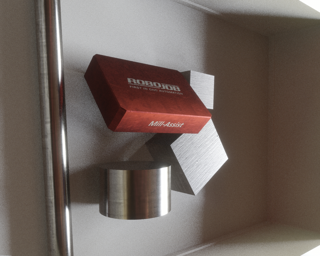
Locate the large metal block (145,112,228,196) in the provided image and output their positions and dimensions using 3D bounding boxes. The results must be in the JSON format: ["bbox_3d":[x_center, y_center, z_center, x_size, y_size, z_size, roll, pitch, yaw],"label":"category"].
[{"bbox_3d":[0.039,0.032,0.425,0.080,0.050,0.080,-40,115,-33],"label":"large metal block"}]

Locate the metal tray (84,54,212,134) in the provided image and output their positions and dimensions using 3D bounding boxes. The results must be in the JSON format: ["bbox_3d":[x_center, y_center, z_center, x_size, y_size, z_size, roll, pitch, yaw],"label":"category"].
[{"bbox_3d":[-0.011,-0.037,0.360,0.131,0.030,0.090,2,45,-40],"label":"metal tray"}]

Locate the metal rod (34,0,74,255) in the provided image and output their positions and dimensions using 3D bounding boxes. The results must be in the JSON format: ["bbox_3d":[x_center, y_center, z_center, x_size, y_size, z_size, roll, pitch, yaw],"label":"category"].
[{"bbox_3d":[-0.108,0.010,0.317,0.025,0.025,0.298,-4,93,-40],"label":"metal rod"}]

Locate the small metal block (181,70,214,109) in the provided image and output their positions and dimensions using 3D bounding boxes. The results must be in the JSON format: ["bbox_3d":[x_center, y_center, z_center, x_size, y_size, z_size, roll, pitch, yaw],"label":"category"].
[{"bbox_3d":[0.053,-0.054,0.453,0.050,0.025,0.050,4,88,-40],"label":"small metal block"}]

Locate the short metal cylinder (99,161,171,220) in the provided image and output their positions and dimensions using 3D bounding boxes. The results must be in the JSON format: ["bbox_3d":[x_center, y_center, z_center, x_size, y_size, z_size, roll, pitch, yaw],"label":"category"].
[{"bbox_3d":[-0.028,0.066,0.349,0.081,0.080,0.050,-1,91,-40],"label":"short metal cylinder"}]
